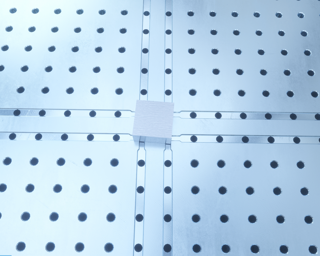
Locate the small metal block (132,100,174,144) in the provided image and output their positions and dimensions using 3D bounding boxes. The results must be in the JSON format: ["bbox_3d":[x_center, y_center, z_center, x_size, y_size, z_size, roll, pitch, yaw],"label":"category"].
[{"bbox_3d":[-0.008,-0.008,0.414,0.050,0.025,0.050,5,70,1],"label":"small metal block"}]
